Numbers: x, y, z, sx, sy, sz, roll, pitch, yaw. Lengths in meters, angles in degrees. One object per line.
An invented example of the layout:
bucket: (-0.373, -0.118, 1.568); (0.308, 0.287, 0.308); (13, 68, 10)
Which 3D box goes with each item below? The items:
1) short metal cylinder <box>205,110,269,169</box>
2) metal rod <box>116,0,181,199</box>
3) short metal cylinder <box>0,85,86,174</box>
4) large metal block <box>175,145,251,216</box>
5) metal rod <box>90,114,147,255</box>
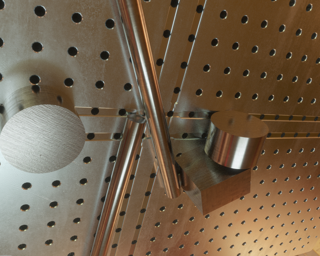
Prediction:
short metal cylinder: (0.108, 0.015, 0.444); (0.081, 0.080, 0.050); (-7, 122, -25)
metal rod: (-0.006, -0.017, 0.397); (0.025, 0.025, 0.298); (-24, 127, -14)
short metal cylinder: (-0.125, 0.001, 0.327); (0.081, 0.050, 0.079); (-14, 124, -21)
large metal block: (0.076, 0.070, 0.460); (0.081, 0.080, 0.050); (-21, 127, -16)
metal rod: (-0.070, 0.119, 0.446); (0.025, 0.025, 0.298); (3, 117, -30)
